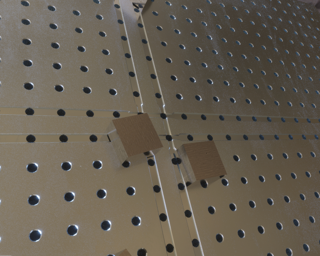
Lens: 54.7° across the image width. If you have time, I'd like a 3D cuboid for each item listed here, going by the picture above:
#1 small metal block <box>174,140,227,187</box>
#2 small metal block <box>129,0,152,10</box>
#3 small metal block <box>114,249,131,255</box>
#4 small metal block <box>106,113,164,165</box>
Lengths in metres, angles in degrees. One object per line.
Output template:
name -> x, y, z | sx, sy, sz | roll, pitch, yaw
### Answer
small metal block -> 0.054, 0.046, 0.411 | 0.050, 0.025, 0.050 | -5, 64, -31
small metal block -> -0.035, -0.241, 0.538 | 0.050, 0.025, 0.050 | 35, 51, -5
small metal block -> -0.039, 0.154, 0.294 | 0.050, 0.025, 0.050 | -33, 81, -38
small metal block -> -0.032, 0.013, 0.385 | 0.050, 0.025, 0.050 | -14, 69, -34
